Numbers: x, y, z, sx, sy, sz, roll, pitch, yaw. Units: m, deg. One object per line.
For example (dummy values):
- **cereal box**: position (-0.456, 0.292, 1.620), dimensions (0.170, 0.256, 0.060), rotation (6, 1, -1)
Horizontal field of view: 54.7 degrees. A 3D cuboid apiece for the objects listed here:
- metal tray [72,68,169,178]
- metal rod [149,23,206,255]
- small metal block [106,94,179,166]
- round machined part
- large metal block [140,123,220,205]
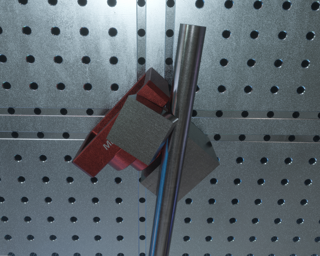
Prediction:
- **metal tray**: position (-0.045, -0.010, 0.374), dimensions (0.030, 0.090, 0.130), rotation (42, 105, -14)
- **metal rod**: position (0.013, 0.041, 0.343), dimensions (0.025, 0.025, 0.298), rotation (6, 110, -3)
- **small metal block**: position (-0.017, 0.001, 0.309), dimensions (0.050, 0.025, 0.050), rotation (32, 106, 8)
- **round machined part**: position (-0.022, 0.014, 0.384), dimensions (0.042, 0.098, 0.098), rotation (41, 105, -14)
- **large metal block**: position (0.023, 0.039, 0.396), dimensions (0.050, 0.080, 0.080), rotation (41, 105, -14)
